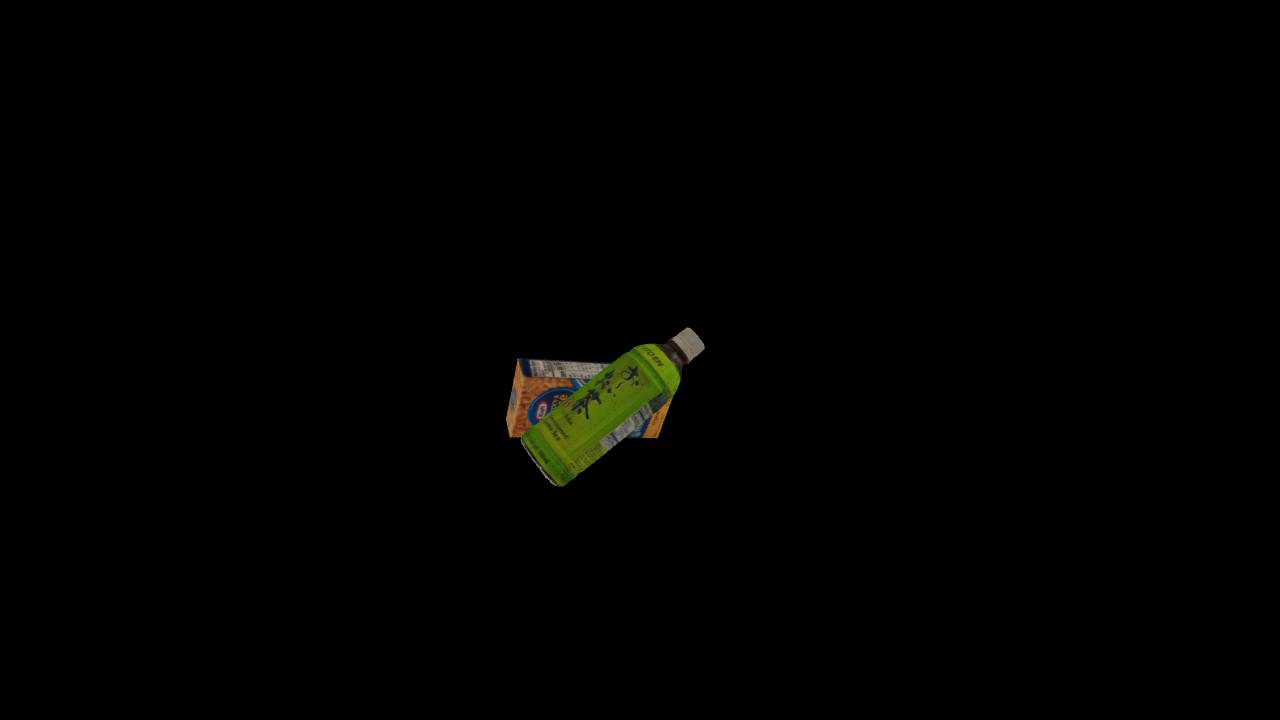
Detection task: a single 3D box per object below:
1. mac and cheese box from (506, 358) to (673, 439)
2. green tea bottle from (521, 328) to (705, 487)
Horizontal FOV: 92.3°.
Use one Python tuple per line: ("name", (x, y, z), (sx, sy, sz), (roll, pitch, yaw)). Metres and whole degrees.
("mac and cheese box", (-0.055, 0.047, 0.715), (0.184, 0.093, 0.041), (2, 38, -22))
("green tea bottle", (-0.021, 0.042, 0.642), (0.212, 0.073, 0.073), (-37, 7, -9))
